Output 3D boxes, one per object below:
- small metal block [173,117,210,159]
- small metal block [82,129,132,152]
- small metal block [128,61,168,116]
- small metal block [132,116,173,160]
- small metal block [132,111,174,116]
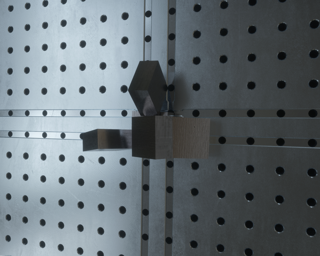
[{"bbox_3d":[0.034,0.012,0.389,0.050,0.025,0.050,2,91,-11],"label":"small metal block"},{"bbox_3d":[-0.070,0.017,0.414,0.050,0.050,0.025,-12,78,54],"label":"small metal block"},{"bbox_3d":[-0.014,-0.050,0.394,0.025,0.050,0.050,3,55,21],"label":"small metal block"},{"bbox_3d":[-0.010,0.011,0.378,0.050,0.025,0.050,-1,90,53],"label":"small metal block"},{"bbox_3d":[-0.010,0.003,0.417,0.050,0.025,0.050,3,91,20],"label":"small metal block"}]
